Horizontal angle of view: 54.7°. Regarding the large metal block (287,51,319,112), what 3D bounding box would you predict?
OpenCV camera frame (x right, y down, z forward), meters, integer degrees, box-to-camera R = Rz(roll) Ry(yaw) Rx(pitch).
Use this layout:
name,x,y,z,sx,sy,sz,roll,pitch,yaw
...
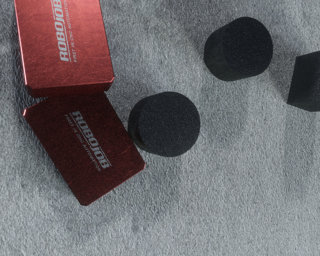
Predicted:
name,x,y,z,sx,sy,sz,roll,pitch,yaw
large metal block,0.250,-0.071,0.472,0.050,0.080,0.080,15,85,-20

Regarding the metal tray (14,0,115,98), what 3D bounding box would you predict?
name,x,y,z,sx,sy,sz,roll,pitch,yaw
metal tray,-0.109,-0.103,0.349,0.091,0.030,0.129,-8,78,-20

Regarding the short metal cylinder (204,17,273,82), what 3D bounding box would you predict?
name,x,y,z,sx,sy,sz,roll,pitch,yaw
short metal cylinder,0.110,-0.108,0.436,0.081,0.050,0.079,0,90,-20

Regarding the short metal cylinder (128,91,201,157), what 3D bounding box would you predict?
name,x,y,z,sx,sy,sz,roll,pitch,yaw
short metal cylinder,0.004,-0.005,0.397,0.081,0.050,0.079,0,90,-20

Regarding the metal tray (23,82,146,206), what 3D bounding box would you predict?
name,x,y,z,sx,sy,sz,roll,pitch,yaw
metal tray,-0.088,0.015,0.374,0.090,0.030,0.130,-32,101,-17
